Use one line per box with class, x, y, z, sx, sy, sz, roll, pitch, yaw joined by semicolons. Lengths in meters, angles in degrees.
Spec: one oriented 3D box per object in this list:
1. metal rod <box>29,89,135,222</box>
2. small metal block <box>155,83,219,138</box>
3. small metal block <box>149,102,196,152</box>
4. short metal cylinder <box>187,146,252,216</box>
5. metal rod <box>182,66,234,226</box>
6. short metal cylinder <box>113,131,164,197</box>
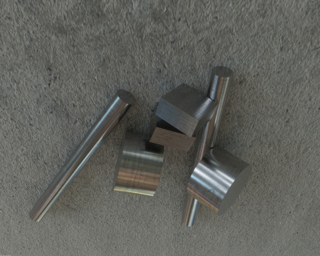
metal rod;-0.126;0.056;0.453;0.025;0.025;0.298;28;125;-22
small metal block;0.031;-0.022;0.359;0.050;0.050;0.025;34;131;17
small metal block;0.015;-0.002;0.389;0.050;0.050;0.025;15;128;-13
short metal cylinder;0.082;0.072;0.424;0.050;0.081;0.079;32;137;28
metal rod;0.061;0.049;0.449;0.025;0.025;0.298;3;130;-3
short metal cylinder;-0.030;0.048;0.412;0.050;0.080;0.079;12;129;-10
